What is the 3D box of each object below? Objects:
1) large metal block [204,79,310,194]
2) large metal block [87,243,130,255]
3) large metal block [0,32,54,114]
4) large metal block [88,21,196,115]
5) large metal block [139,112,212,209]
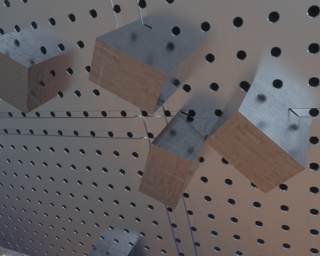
[{"bbox_3d":[0.104,0.006,0.325,0.080,0.080,0.050,41,129,0],"label":"large metal block"},{"bbox_3d":[-0.101,0.291,0.629,0.080,0.050,0.080,4,121,26],"label":"large metal block"},{"bbox_3d":[-0.209,-0.081,0.456,0.080,0.050,0.079,29,128,9],"label":"large metal block"},{"bbox_3d":[-0.018,-0.070,0.343,0.080,0.080,0.050,29,128,9],"label":"large metal block"},{"bbox_3d":[0.021,0.039,0.389,0.050,0.080,0.079,25,127,13],"label":"large metal block"}]
